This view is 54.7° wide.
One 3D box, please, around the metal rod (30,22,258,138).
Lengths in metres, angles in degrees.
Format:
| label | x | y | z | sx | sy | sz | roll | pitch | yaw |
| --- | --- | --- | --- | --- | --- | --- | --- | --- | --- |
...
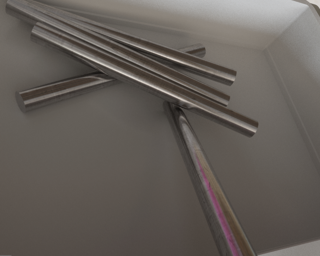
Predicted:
| label | x | y | z | sx | sy | sz | roll | pitch | yaw |
| --- | --- | --- | --- | --- | --- | --- | --- | --- | --- |
| metal rod | -0.012 | -0.057 | 0.394 | 0.301 | 0.025 | 0.025 | 23 | 53 | -8 |

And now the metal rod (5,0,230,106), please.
| label | x | y | z | sx | sy | sz | roll | pitch | yaw |
| --- | --- | --- | --- | --- | --- | --- | --- | --- | --- |
| metal rod | -0.047 | -0.093 | 0.404 | 0.301 | 0.025 | 0.025 | 23 | 53 | -8 |

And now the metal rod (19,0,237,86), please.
| label | x | y | z | sx | sy | sz | roll | pitch | yaw |
| --- | --- | --- | --- | --- | --- | --- | --- | --- | --- |
| metal rod | -0.037 | -0.116 | 0.429 | 0.302 | 0.025 | 0.025 | 17 | 55 | -8 |

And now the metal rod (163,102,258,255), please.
| label | x | y | z | sx | sy | sz | roll | pitch | yaw |
| --- | --- | --- | --- | --- | --- | --- | --- | --- | --- |
| metal rod | 0.041 | 0.044 | 0.310 | 0.025 | 0.025 | 0.300 | 16 | 26 | -19 |

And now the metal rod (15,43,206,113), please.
| label | x | y | z | sx | sy | sz | roll | pitch | yaw |
| --- | --- | --- | --- | --- | --- | --- | --- | --- | --- |
| metal rod | -0.043 | -0.079 | 0.430 | 0.302 | 0.025 | 0.025 | -25 | 75 | -37 |
